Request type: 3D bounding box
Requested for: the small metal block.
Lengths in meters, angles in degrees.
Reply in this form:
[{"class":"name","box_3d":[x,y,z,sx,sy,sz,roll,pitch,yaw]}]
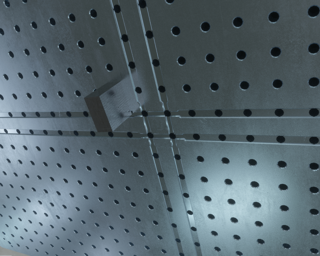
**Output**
[{"class":"small metal block","box_3d":[-0.068,-0.029,0.414,0.025,0.050,0.050,-3,117,30]}]
